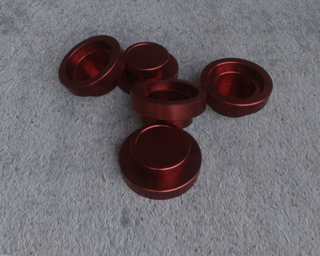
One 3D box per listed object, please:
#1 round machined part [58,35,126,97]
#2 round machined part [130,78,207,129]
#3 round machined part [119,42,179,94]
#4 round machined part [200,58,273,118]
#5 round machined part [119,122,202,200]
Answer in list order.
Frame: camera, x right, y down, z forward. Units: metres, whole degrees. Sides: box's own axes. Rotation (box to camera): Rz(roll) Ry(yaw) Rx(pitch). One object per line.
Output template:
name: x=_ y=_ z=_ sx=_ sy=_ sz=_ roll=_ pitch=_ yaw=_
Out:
round machined part: x=-0.093 y=-0.085 z=0.450 sx=0.098 sy=0.042 sz=0.098 roll=-11 pitch=56 yaw=17
round machined part: x=0.011 y=-0.030 z=0.406 sx=0.099 sy=0.042 sz=0.098 roll=2 pitch=27 yaw=-1
round machined part: x=-0.021 y=-0.095 z=0.472 sx=0.099 sy=0.042 sz=0.098 roll=0 pitch=50 yaw=0
round machined part: x=0.105 y=-0.053 z=0.439 sx=0.099 sy=0.042 sz=0.098 roll=0 pitch=50 yaw=0
round machined part: x=0.001 y=0.031 z=0.367 sx=0.099 sy=0.042 sz=0.098 roll=0 pitch=50 yaw=0
